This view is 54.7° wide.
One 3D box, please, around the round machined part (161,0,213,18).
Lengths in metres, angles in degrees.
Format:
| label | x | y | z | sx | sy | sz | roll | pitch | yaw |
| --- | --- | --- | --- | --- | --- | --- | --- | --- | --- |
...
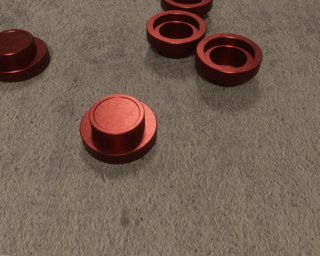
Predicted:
| label | x | y | z | sx | sy | sz | roll | pitch | yaw |
| --- | --- | --- | --- | --- | --- | --- | --- | --- | --- |
| round machined part | 0.050 | -0.235 | 0.591 | 0.099 | 0.042 | 0.098 | 0 | 50 | 0 |

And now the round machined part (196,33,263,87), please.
| label | x | y | z | sx | sy | sz | roll | pitch | yaw |
| --- | --- | --- | --- | --- | --- | --- | --- | --- | --- |
| round machined part | 0.104 | -0.101 | 0.478 | 0.099 | 0.042 | 0.098 | 0 | 50 | 0 |

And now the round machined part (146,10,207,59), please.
| label | x | y | z | sx | sy | sz | roll | pitch | yaw |
| --- | --- | --- | --- | --- | --- | --- | --- | --- | --- |
| round machined part | 0.027 | -0.154 | 0.522 | 0.099 | 0.042 | 0.098 | 0 | 50 | 0 |

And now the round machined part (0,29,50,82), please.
| label | x | y | z | sx | sy | sz | roll | pitch | yaw |
| --- | --- | --- | --- | --- | --- | --- | --- | --- | --- |
| round machined part | -0.230 | -0.120 | 0.490 | 0.099 | 0.042 | 0.098 | 0 | 50 | 0 |

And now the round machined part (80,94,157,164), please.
| label | x | y | z | sx | sy | sz | roll | pitch | yaw |
| --- | --- | --- | --- | --- | --- | --- | --- | --- | --- |
| round machined part | -0.053 | -0.006 | 0.396 | 0.099 | 0.042 | 0.098 | 0 | 50 | 0 |
